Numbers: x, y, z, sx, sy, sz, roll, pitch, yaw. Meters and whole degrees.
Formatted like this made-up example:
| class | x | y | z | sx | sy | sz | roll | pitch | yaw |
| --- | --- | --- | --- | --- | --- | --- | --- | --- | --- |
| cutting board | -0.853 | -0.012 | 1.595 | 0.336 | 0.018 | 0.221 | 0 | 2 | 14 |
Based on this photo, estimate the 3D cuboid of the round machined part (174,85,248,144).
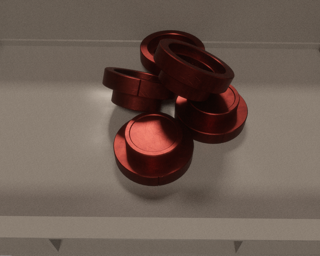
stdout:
| class | x | y | z | sx | sy | sz | roll | pitch | yaw |
| --- | --- | --- | --- | --- | --- | --- | --- | --- | --- |
| round machined part | 0.070 | -0.029 | 0.420 | 0.099 | 0.042 | 0.098 | 0 | 50 | 0 |

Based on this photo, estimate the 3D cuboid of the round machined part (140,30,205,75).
| class | x | y | z | sx | sy | sz | roll | pitch | yaw |
| --- | --- | --- | --- | --- | --- | --- | --- | --- | --- |
| round machined part | 0.019 | -0.109 | 0.484 | 0.099 | 0.042 | 0.098 | 1 | 48 | -1 |

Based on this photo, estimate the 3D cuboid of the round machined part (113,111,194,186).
| class | x | y | z | sx | sy | sz | roll | pitch | yaw |
| --- | --- | --- | --- | --- | --- | --- | --- | --- | --- |
| round machined part | -0.008 | 0.018 | 0.379 | 0.099 | 0.042 | 0.098 | 0 | 50 | 0 |

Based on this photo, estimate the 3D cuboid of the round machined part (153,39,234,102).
| class | x | y | z | sx | sy | sz | roll | pitch | yaw |
| --- | --- | --- | --- | --- | --- | --- | --- | --- | --- |
| round machined part | 0.037 | -0.068 | 0.380 | 0.099 | 0.042 | 0.098 | 19 | 29 | -11 |

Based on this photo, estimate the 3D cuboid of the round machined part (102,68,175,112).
| class | x | y | z | sx | sy | sz | roll | pitch | yaw |
| --- | --- | --- | --- | --- | --- | --- | --- | --- | --- |
| round machined part | -0.028 | -0.050 | 0.416 | 0.099 | 0.042 | 0.098 | 12 | 15 | -3 |
